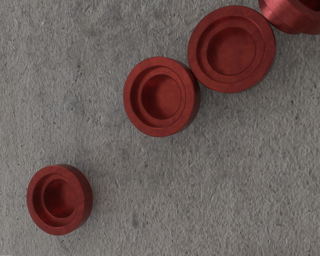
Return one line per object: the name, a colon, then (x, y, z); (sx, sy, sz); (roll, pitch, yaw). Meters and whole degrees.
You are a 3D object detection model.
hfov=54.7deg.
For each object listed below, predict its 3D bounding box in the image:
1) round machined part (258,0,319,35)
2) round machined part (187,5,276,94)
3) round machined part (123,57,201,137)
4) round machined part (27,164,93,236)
round machined part: (0.146, -0.140, 0.330); (0.099, 0.042, 0.098); (7, 68, -18)
round machined part: (0.086, -0.089, 0.367); (0.098, 0.042, 0.097); (1, 93, 23)
round machined part: (0.006, -0.039, 0.392); (0.098, 0.042, 0.097); (3, 97, 27)
round machined part: (-0.139, 0.101, 0.449); (0.098, 0.042, 0.097); (0, 90, 20)
